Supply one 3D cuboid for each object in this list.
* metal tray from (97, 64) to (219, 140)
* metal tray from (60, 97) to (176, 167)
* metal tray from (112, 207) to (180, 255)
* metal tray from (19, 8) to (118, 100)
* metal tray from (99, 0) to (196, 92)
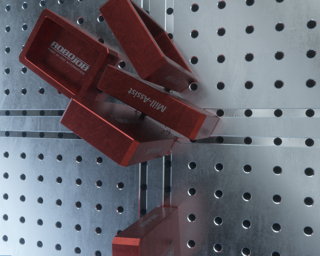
[{"bbox_3d":[0.001,-0.030,0.376,0.130,0.090,0.030,29,100,17],"label":"metal tray"},{"bbox_3d":[-0.043,0.003,0.371,0.090,0.130,0.030,33,101,17],"label":"metal tray"},{"bbox_3d":[-0.010,0.152,0.359,0.030,0.130,0.089,-3,89,20],"label":"metal tray"},{"bbox_3d":[-0.137,-0.104,0.456,0.130,0.030,0.090,35,101,16],"label":"metal tray"},{"bbox_3d":[-0.007,-0.092,0.359,0.030,0.130,0.090,-34,79,17],"label":"metal tray"}]
